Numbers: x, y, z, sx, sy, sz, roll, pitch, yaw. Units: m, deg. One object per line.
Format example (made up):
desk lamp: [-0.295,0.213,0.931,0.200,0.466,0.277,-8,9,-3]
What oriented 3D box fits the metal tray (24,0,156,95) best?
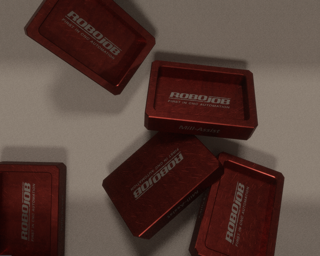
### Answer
metal tray: [-0.080,-0.111,0.374,0.130,0.030,0.090,34,90,-33]

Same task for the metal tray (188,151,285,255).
metal tray: [0.097,0.104,0.381,0.090,0.030,0.130,20,62,0]

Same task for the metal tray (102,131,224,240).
metal tray: [0.002,0.061,0.386,0.130,0.030,0.090,-41,56,-1]

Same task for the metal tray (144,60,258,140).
metal tray: [0.050,-0.036,0.387,0.131,0.030,0.090,6,57,-1]

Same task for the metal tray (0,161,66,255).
metal tray: [-0.174,0.111,0.406,0.091,0.030,0.129,1,90,-1]
